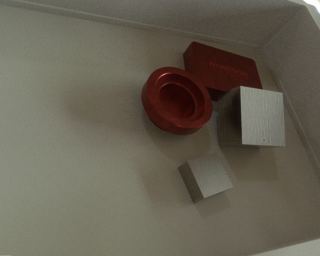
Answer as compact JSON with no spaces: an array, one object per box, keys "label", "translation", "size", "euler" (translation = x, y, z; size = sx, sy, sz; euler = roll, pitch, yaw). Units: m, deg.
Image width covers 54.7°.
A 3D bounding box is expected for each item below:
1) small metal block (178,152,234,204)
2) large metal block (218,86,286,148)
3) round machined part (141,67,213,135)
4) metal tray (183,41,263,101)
[{"label":"small metal block","translation":[0.059,0.064,0.400],"size":[0.050,0.025,0.050],"euler":[-11,67,-33]},{"label":"large metal block","translation":[0.134,-0.012,0.455],"size":[0.081,0.050,0.080],"euler":[4,81,-26]},{"label":"round machined part","translation":[0.020,-0.033,0.427],"size":[0.099,0.042,0.098],"euler":[14,56,-21]},{"label":"metal tray","translation":[0.107,-0.086,0.515],"size":[0.131,0.030,0.090],"euler":[10,58,-24]}]
